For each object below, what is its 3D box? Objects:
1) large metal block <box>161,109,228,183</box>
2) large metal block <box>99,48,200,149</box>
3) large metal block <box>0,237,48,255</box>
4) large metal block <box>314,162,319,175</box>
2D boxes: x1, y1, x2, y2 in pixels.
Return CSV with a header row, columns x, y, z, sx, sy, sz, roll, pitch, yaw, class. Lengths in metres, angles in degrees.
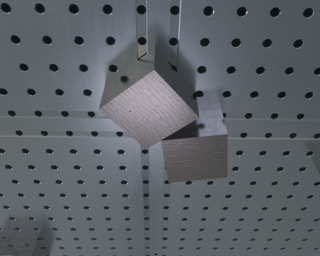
x,y,z,sx,sy,sz,roll,pitch,yaw,class
0.046,0.025,0.417,0.080,0.050,0.080,-6,130,5,large metal block
-0.012,-0.032,0.367,0.080,0.050,0.080,-32,123,24,large metal block
-0.278,0.262,0.616,0.080,0.050,0.080,-2,130,1,large metal block
0.295,0.074,0.460,0.080,0.050,0.080,-35,122,26,large metal block
